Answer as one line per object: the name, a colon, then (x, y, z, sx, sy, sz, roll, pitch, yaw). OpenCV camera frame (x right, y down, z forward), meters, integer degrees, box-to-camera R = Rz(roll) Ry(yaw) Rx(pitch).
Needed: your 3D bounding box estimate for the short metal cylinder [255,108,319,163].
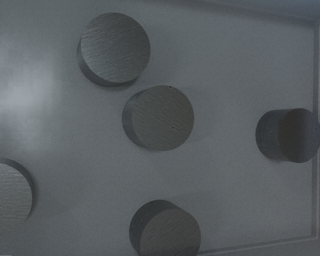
short metal cylinder: (0.195, 0.011, 0.471, 0.081, 0.050, 0.079, 0, 90, -21)

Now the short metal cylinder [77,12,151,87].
short metal cylinder: (-0.058, -0.092, 0.377, 0.081, 0.050, 0.079, 0, 90, -21)

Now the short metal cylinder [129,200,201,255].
short metal cylinder: (0.005, 0.138, 0.401, 0.081, 0.050, 0.079, 0, 90, -21)

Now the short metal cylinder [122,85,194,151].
short metal cylinder: (-0.004, -0.012, 0.397, 0.081, 0.050, 0.079, 0, 90, -21)

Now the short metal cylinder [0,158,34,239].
short metal cylinder: (-0.179, 0.073, 0.331, 0.081, 0.050, 0.079, 0, 90, -21)
